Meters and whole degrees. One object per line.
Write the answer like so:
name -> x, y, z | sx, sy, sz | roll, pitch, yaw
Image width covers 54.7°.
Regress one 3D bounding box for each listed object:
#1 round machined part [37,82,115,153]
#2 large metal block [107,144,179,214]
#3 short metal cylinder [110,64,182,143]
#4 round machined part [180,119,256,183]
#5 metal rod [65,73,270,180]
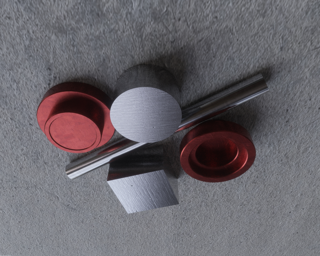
round machined part -> -0.105, -0.006, 0.391 | 0.099, 0.042, 0.097 | 0, 130, 0
large metal block -> -0.022, 0.076, 0.458 | 0.080, 0.050, 0.080 | -13, 129, 11
short metal cylinder -> -0.016, -0.029, 0.367 | 0.081, 0.050, 0.079 | 0, 130, 0
round machined part -> 0.076, 0.027, 0.421 | 0.099, 0.042, 0.097 | 0, 130, 0
metal rod -> -0.004, 0.006, 0.414 | 0.300, 0.025, 0.025 | -25, 126, 19
